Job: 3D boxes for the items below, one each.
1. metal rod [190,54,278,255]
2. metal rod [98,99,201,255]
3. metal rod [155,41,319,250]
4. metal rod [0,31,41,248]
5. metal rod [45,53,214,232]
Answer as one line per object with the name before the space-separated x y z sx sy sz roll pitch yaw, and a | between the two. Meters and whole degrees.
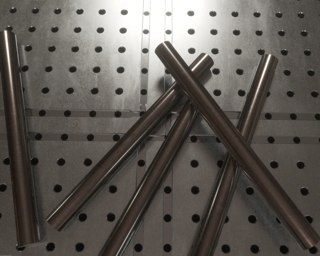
metal rod | 0.101 0.031 0.401 0.025 0.025 0.300 22 71 7
metal rod | -0.022 0.088 0.379 0.025 0.025 0.300 28 72 9
metal rod | 0.084 0.008 0.381 0.025 0.025 0.299 -31 73 -11
metal rod | -0.189 0.000 0.409 0.025 0.025 0.299 -14 71 -5
metal rod | -0.029 0.008 0.408 0.025 0.025 0.301 39 74 12
